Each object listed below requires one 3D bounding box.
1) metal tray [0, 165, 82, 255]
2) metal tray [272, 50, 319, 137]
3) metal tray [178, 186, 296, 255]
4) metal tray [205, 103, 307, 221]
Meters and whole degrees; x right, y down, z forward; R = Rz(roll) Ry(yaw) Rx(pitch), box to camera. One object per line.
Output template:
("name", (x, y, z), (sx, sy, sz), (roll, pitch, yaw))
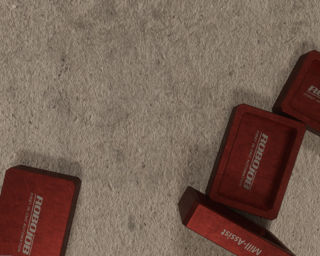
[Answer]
("metal tray", (-0.164, 0.121, 0.405), (0.091, 0.030, 0.129), (13, 90, -1))
("metal tray", (0.230, -0.033, 0.410), (0.130, 0.030, 0.090), (28, 90, -1))
("metal tray", (0.088, 0.123, 0.378), (0.130, 0.090, 0.030), (29, 90, -1))
("metal tray", (0.123, 0.043, 0.403), (0.090, 0.030, 0.129), (18, 90, 0))
